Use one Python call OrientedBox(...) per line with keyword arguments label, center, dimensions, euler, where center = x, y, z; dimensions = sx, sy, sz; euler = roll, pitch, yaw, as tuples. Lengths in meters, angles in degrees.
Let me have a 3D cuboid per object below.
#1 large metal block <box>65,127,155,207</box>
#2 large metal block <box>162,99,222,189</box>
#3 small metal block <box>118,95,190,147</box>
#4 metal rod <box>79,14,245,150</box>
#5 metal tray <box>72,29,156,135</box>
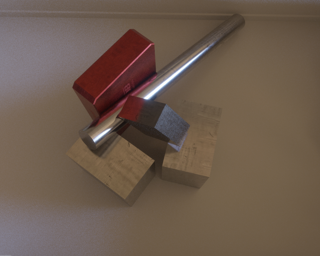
OrientedBox(label="large metal block", center=(-0.053, 0.044, 0.364), dimensions=(0.080, 0.080, 0.050), euler=(35, 74, 11))
OrientedBox(label="large metal block", center=(0.036, 0.022, 0.372), dimensions=(0.050, 0.080, 0.080), euler=(13, 71, 4))
OrientedBox(label="small metal block", center=(-0.005, -0.007, 0.319), dimensions=(0.050, 0.050, 0.025), euler=(17, 77, 39))
OrientedBox(label="metal rod", center=(0.022, -0.074, 0.388), dimensions=(0.025, 0.025, 0.302), euler=(40, 57, 13))
OrientedBox(label="metal tray", center=(-0.045, -0.044, 0.367), dimensions=(0.030, 0.130, 0.090), euler=(38, 75, 13))
